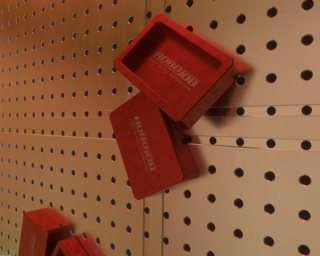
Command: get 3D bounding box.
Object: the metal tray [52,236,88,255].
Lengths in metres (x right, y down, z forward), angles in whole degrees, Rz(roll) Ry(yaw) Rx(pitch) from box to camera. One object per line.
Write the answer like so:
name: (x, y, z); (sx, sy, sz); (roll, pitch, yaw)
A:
metal tray: (-0.139, 0.261, 0.517); (0.130, 0.030, 0.089); (41, 114, 32)

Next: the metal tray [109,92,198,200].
metal tray: (-0.013, 0.020, 0.415); (0.090, 0.030, 0.129); (-31, 71, 35)

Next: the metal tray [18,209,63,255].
metal tray: (-0.234, 0.235, 0.595); (0.090, 0.030, 0.129); (18, 101, 38)

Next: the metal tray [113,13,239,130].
metal tray: (0.015, -0.071, 0.369); (0.090, 0.030, 0.130); (-47, 59, 1)
